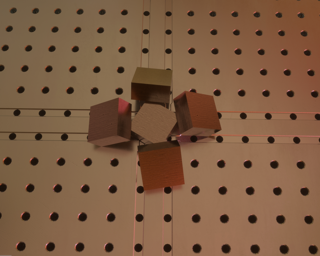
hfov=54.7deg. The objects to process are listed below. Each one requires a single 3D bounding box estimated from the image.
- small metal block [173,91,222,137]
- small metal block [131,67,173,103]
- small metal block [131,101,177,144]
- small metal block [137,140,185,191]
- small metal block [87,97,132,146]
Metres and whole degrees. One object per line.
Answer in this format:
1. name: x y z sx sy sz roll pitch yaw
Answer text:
1. small metal block: 0.049 -0.018 0.406 0.050 0.025 0.050 5 65 -36
2. small metal block: -0.010 -0.059 0.420 0.050 0.025 0.050 6 34 2
3. small metal block: -0.008 -0.004 0.412 0.050 0.025 0.050 30 72 10
4. small metal block: 0.001 0.045 0.382 0.050 0.025 0.050 -8 106 -4
5. small metal block: -0.065 -0.007 0.401 0.050 0.025 0.050 -13 66 32
